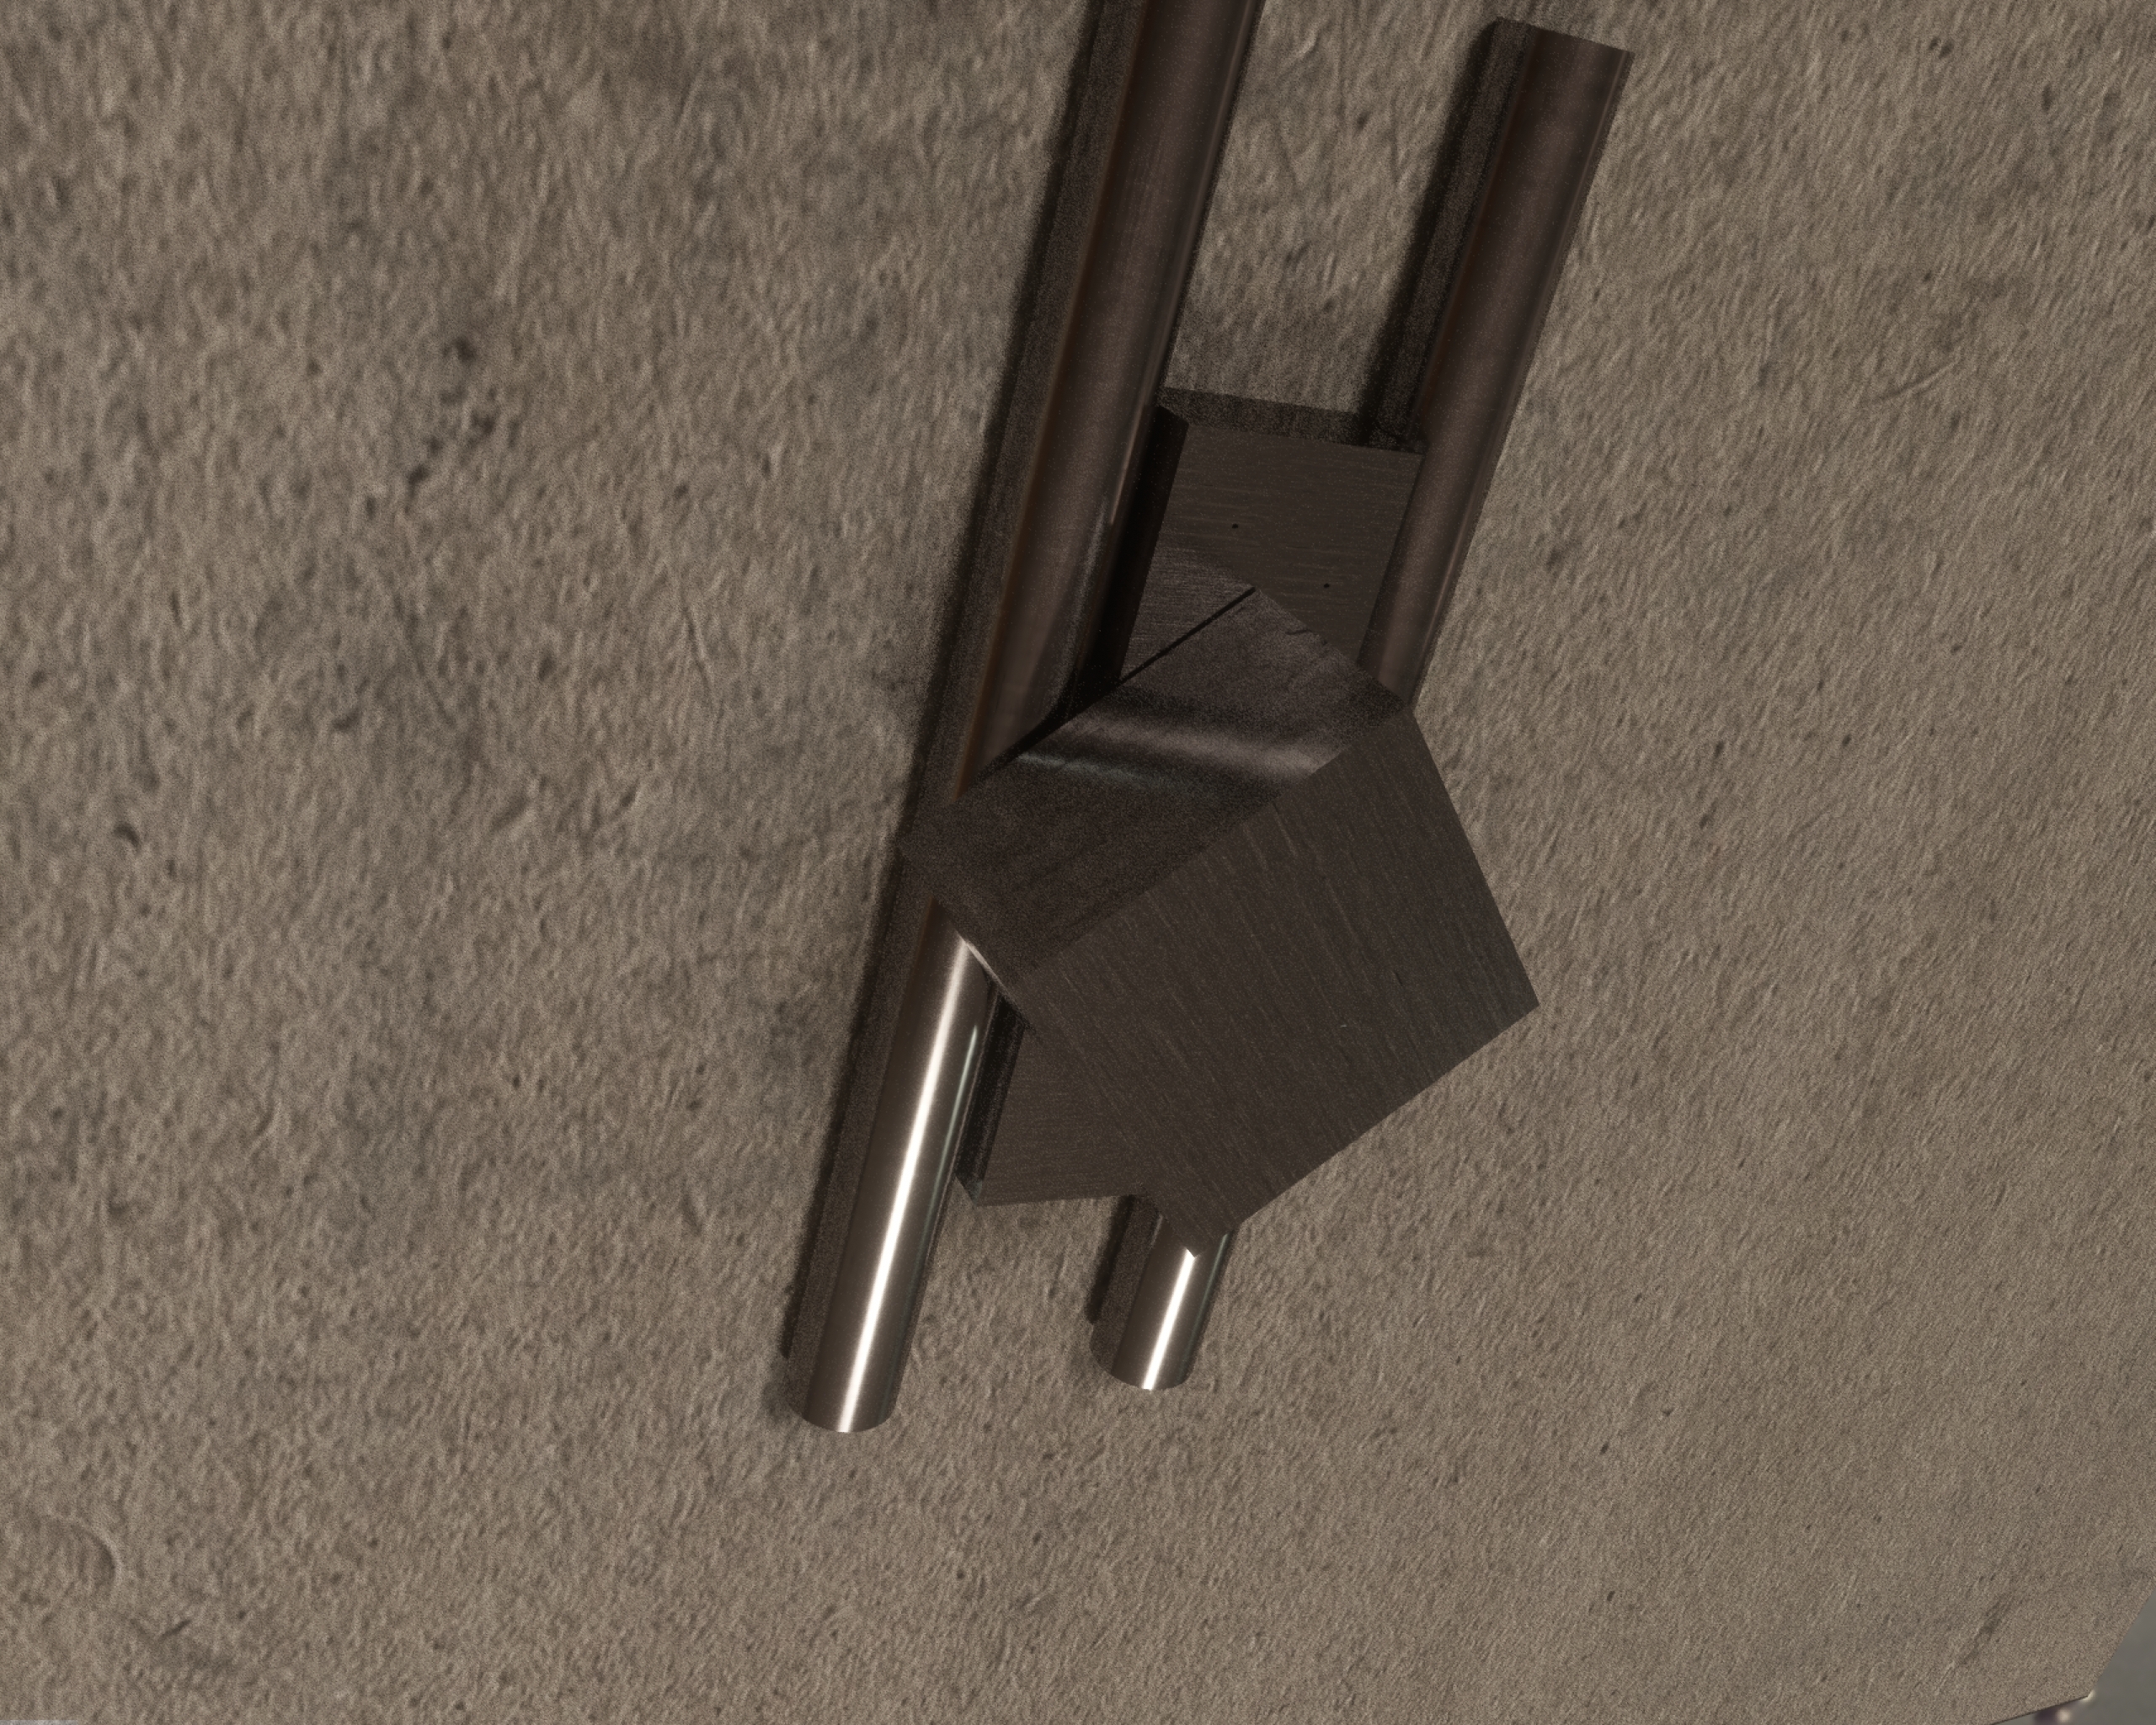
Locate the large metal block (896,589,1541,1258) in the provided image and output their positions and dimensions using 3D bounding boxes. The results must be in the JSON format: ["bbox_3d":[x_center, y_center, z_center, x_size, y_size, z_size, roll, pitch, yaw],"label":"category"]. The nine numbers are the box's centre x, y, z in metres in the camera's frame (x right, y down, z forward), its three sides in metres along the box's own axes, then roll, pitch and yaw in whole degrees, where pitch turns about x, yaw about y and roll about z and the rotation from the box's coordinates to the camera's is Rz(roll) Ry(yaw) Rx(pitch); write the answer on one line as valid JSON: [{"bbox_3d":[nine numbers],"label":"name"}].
[{"bbox_3d":[0.027,0.012,0.381,0.080,0.050,0.080,-35,129,-5],"label":"large metal block"}]

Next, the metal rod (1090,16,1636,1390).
[{"bbox_3d":[0.051,-0.015,0.429,0.025,0.025,0.298,1,118,-29],"label":"metal rod"}]

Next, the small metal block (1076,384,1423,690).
[{"bbox_3d":[0.030,-0.059,0.388,0.050,0.025,0.050,1,118,-29],"label":"small metal block"}]

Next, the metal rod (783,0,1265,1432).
[{"bbox_3d":[-0.016,-0.016,0.392,0.025,0.025,0.298,1,118,-29],"label":"metal rod"}]

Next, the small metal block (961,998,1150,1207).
[{"bbox_3d":[0.002,0.043,0.436,0.050,0.025,0.050,1,118,-29],"label":"small metal block"}]
